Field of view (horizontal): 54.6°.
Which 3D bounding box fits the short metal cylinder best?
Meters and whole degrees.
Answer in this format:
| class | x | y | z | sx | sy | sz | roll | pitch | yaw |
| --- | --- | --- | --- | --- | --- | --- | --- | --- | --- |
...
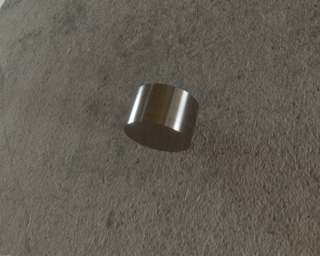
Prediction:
| class | x | y | z | sx | sy | sz | roll | pitch | yaw |
| --- | --- | --- | --- | --- | --- | --- | --- | --- | --- |
| short metal cylinder | 0.003 | -0.010 | 0.374 | 0.080 | 0.080 | 0.050 | 1 | 62 | 29 |
